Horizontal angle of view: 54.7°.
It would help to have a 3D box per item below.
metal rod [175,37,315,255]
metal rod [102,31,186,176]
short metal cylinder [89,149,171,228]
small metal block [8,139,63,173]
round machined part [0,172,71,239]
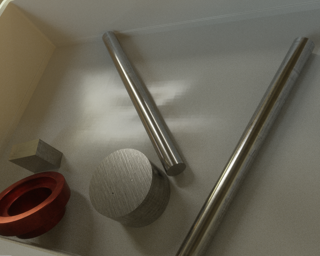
[{"bbox_3d":[0.097,0.021,0.340,0.025,0.025,0.300,22,73,36],"label":"metal rod"},{"bbox_3d":[-0.035,-0.056,0.456,0.025,0.025,0.300,-33,52,7],"label":"metal rod"},{"bbox_3d":[-0.034,0.071,0.363,0.080,0.050,0.080,-13,56,20],"label":"short metal cylinder"},{"bbox_3d":[-0.182,0.042,0.457,0.050,0.050,0.025,-12,57,21],"label":"small metal block"},{"bbox_3d":[-0.162,0.102,0.397,0.098,0.042,0.098,-13,26,7],"label":"round machined part"}]
